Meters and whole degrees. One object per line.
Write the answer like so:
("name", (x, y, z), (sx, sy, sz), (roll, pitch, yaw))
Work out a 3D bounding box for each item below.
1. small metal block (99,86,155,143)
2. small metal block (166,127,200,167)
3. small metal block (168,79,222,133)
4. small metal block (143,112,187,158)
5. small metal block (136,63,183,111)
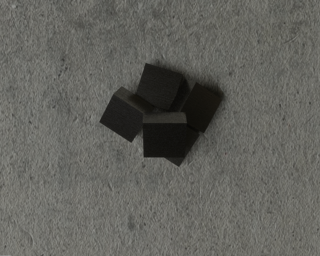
("small metal block", (-0.043, -0.017, 0.399), (0.050, 0.025, 0.050), (33, 126, -2))
("small metal block", (0.017, 0.016, 0.412), (0.050, 0.025, 0.050), (33, 90, -1))
("small metal block", (0.045, -0.028, 0.401), (0.050, 0.025, 0.050), (28, 90, -34))
("small metal block", (0.005, 0.008, 0.375), (0.050, 0.025, 0.050), (0, 123, -1))
("small metal block", (-0.002, -0.053, 0.411), (0.050, 0.025, 0.050), (17, 90, -1))
